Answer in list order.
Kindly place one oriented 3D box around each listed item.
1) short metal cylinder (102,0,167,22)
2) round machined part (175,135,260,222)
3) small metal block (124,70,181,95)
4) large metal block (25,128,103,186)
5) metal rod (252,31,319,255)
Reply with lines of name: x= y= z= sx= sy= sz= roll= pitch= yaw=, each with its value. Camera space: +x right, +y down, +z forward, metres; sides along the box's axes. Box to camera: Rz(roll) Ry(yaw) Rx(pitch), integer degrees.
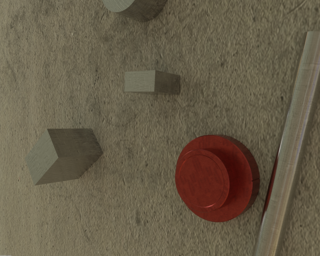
short metal cylinder: x=-0.034 y=-0.189 z=0.414 sx=0.080 sy=0.050 sz=0.079 roll=0 pitch=90 yaw=39
round machined part: x=0.056 y=0.056 z=0.346 sx=0.098 sy=0.042 sz=0.097 roll=0 pitch=90 yaw=39
small metal block: x=-0.009 y=-0.057 z=0.394 sx=0.050 sy=0.050 sz=0.025 roll=5 pitch=94 yaw=39
large metal block: x=-0.152 y=0.044 z=0.492 sx=0.080 sy=0.081 sz=0.050 roll=-43 pitch=64 yaw=31
metal rod: x=0.120 y=0.060 z=0.305 sx=0.025 sy=0.025 sz=0.298 roll=16 pitch=100 yaw=38
